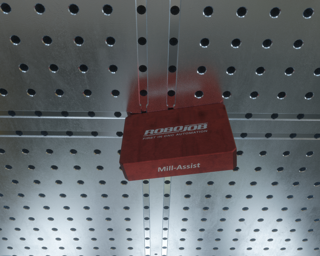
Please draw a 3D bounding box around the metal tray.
[{"bbox_3d":[0.021,0.015,0.381,0.131,0.090,0.030,-7,130,6],"label":"metal tray"}]
